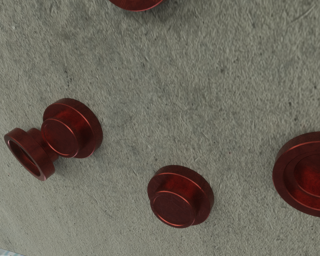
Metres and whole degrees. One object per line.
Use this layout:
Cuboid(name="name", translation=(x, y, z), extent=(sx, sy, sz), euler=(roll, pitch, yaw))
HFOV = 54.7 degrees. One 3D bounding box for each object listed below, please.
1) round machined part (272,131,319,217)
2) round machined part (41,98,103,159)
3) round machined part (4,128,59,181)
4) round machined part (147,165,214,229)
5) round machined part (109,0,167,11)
Cuboid(name="round machined part", translation=(0.175, 0.045, 0.331), extent=(0.098, 0.042, 0.097), euler=(13, 124, 21))
Cuboid(name="round machined part", translation=(-0.141, 0.007, 0.474), extent=(0.098, 0.042, 0.097), euler=(13, 124, 21))
Cuboid(name="round machined part", translation=(-0.209, 0.038, 0.518), extent=(0.098, 0.042, 0.097), euler=(29, 143, 25))
Cuboid(name="round machined part", translation=(0.025, 0.105, 0.448), extent=(0.098, 0.042, 0.097), euler=(13, 124, 21))
Cuboid(name="round machined part", translation=(-0.019, -0.168, 0.302), extent=(0.098, 0.042, 0.097), euler=(13, 124, 21))
